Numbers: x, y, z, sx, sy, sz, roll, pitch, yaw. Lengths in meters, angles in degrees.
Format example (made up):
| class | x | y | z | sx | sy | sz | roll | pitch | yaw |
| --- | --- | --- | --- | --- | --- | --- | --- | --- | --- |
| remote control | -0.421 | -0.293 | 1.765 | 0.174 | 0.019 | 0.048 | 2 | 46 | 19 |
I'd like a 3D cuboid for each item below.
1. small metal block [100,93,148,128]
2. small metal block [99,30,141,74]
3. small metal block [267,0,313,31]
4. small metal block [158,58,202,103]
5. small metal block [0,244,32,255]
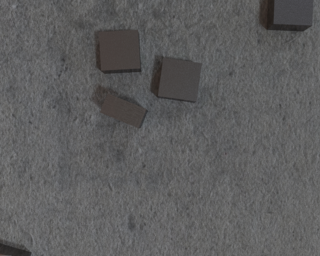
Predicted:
| class | x | y | z | sx | sy | sz | roll | pitch | yaw |
| --- | --- | --- | --- | --- | --- | --- | --- | --- | --- |
| small metal block | -0.044 | -0.021 | 0.397 | 0.050 | 0.050 | 0.025 | 22 | 90 | -1 |
| small metal block | -0.052 | -0.100 | 0.409 | 0.050 | 0.025 | 0.050 | -3 | 90 | -1 |
| small metal block | 0.173 | -0.158 | 0.412 | 0.050 | 0.025 | 0.050 | 2 | 90 | -1 |
| small metal block | 0.026 | -0.062 | 0.410 | 0.050 | 0.025 | 0.050 | 8 | 90 | -1 |
| small metal block | -0.205 | 0.186 | 0.407 | 0.050 | 0.025 | 0.050 | 17 | 90 | -1 |
